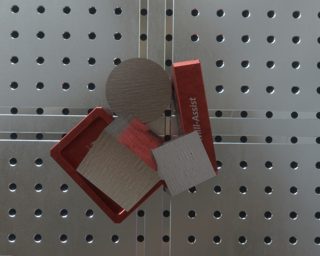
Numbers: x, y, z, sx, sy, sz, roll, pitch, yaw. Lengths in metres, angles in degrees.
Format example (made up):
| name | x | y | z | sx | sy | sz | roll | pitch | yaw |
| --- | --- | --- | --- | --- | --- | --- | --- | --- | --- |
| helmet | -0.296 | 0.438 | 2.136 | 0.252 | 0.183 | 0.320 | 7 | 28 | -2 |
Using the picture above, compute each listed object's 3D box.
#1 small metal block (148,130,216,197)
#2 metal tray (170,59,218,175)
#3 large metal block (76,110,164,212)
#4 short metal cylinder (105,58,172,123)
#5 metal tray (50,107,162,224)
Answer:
| name | x | y | z | sx | sy | sz | roll | pitch | yaw |
| --- | --- | --- | --- | --- | --- | --- | --- | --- | --- |
| small metal block | 0.022 | 0.036 | 0.319 | 0.050 | 0.025 | 0.050 | -24 | 91 | -12 |
| metal tray | 0.039 | -0.010 | 0.381 | 0.030 | 0.090 | 0.129 | -9 | 90 | 0 |
| large metal block | -0.040 | 0.040 | 0.369 | 0.080 | 0.050 | 0.080 | 40 | 125 | -1 |
| short metal cylinder | -0.026 | -0.046 | 0.400 | 0.081 | 0.050 | 0.079 | 0 | 90 | -1 |
| metal tray | -0.066 | 0.048 | 0.409 | 0.090 | 0.030 | 0.130 | -43 | 91 | 0 |
